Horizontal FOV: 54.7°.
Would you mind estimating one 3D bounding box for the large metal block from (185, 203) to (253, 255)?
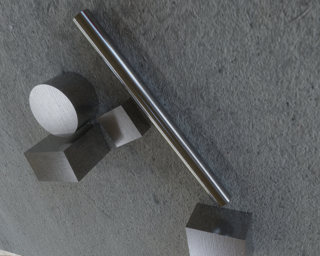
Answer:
[{"bbox_3d":[0.087,0.161,0.444,0.080,0.050,0.079,4,121,25],"label":"large metal block"}]

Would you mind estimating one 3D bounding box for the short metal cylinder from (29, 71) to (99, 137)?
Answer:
[{"bbox_3d":[-0.134,-0.034,0.439,0.080,0.050,0.079,13,124,20],"label":"short metal cylinder"}]

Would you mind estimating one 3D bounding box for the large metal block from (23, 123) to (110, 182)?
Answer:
[{"bbox_3d":[-0.136,0.036,0.463,0.080,0.080,0.050,-5,116,30],"label":"large metal block"}]

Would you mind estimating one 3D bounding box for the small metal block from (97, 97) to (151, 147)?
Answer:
[{"bbox_3d":[-0.050,-0.007,0.427,0.050,0.025,0.050,-23,106,36],"label":"small metal block"}]

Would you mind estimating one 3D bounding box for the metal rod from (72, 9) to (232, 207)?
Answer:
[{"bbox_3d":[-0.004,-0.018,0.396,0.025,0.025,0.300,-31,102,37],"label":"metal rod"}]
